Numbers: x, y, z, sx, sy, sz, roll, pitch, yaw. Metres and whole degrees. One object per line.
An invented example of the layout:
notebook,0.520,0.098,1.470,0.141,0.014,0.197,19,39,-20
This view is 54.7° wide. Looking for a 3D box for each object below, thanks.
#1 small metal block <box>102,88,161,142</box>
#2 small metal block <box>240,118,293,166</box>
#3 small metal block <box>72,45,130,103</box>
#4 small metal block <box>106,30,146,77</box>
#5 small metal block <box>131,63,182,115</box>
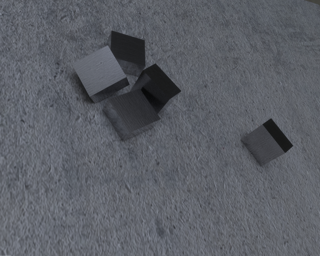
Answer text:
small metal block,-0.036,-0.017,0.395,0.050,0.025,0.050,-25,75,-37
small metal block,0.157,0.022,0.459,0.025,0.050,0.050,-28,77,-37
small metal block,-0.074,-0.067,0.390,0.050,0.025,0.050,-29,76,-5
small metal block,-0.049,-0.106,0.441,0.050,0.025,0.050,11,57,-23
small metal block,-0.007,-0.048,0.413,0.050,0.050,0.025,48,51,5
